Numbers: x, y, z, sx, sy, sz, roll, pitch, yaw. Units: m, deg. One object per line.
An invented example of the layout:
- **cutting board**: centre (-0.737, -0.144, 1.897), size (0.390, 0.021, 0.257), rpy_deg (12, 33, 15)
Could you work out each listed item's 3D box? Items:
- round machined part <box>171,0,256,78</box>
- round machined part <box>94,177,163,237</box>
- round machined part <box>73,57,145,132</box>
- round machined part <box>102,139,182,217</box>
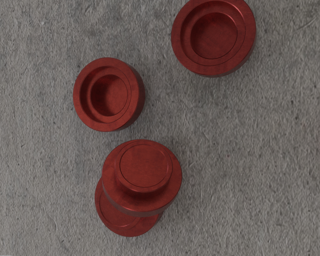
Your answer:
- **round machined part**: centre (0.067, -0.110, 0.376), size (0.098, 0.042, 0.097), rpy_deg (0, 90, 20)
- **round machined part**: centre (-0.046, 0.098, 0.416), size (0.098, 0.042, 0.097), rpy_deg (0, 90, 20)
- **round machined part**: centre (-0.065, -0.044, 0.423), size (0.098, 0.042, 0.097), rpy_deg (0, 90, 20)
- **round machined part**: centre (-0.021, 0.054, 0.378), size (0.099, 0.042, 0.098), rpy_deg (4, 55, -6)
